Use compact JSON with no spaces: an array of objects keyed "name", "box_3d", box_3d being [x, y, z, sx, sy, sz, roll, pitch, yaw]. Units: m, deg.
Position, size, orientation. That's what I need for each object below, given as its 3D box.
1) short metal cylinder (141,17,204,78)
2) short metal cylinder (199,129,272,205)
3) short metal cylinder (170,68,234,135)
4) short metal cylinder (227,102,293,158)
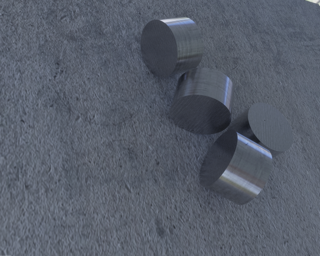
[{"name":"short metal cylinder","box_3d":[0.016,-0.117,0.449,0.050,0.080,0.080,-21,73,-36]},{"name":"short metal cylinder","box_3d":[0.093,0.049,0.389,0.050,0.080,0.080,29,52,-10]},{"name":"short metal cylinder","box_3d":[0.058,-0.035,0.421,0.080,0.080,0.050,25,53,-13]},{"name":"short metal cylinder","box_3d":[0.148,0.009,0.462,0.081,0.050,0.080,14,56,-21]}]
